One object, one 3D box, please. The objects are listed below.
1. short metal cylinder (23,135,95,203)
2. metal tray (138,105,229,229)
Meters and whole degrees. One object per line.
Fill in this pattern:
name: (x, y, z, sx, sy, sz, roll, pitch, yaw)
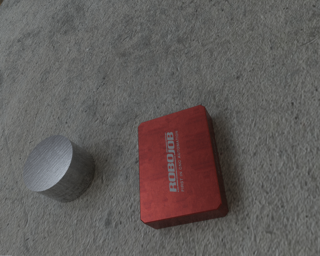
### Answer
short metal cylinder: (-0.137, 0.056, 0.425, 0.080, 0.050, 0.080, -13, 56, 21)
metal tray: (0.022, 0.043, 0.363, 0.090, 0.030, 0.130, -17, 55, 18)
